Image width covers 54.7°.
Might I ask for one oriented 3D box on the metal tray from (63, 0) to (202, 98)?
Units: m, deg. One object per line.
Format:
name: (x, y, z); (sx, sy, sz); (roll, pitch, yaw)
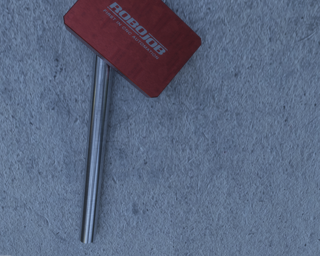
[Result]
metal tray: (-0.029, -0.107, 0.352); (0.130, 0.030, 0.090); (40, 86, -14)

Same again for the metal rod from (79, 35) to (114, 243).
metal rod: (-0.087, 0.028, 0.419); (0.025, 0.025, 0.298); (8, 110, -3)
